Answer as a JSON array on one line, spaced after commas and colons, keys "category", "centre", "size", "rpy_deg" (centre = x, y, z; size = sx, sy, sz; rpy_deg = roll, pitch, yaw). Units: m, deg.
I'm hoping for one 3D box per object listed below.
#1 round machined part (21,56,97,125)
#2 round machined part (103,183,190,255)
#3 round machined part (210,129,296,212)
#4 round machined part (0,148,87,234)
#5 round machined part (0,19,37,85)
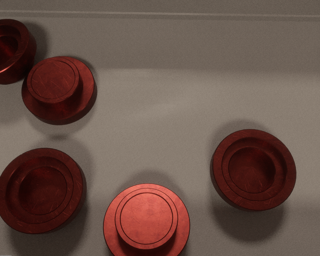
[{"category": "round machined part", "centre": [-0.138, -0.056, 0.419], "size": [0.099, 0.042, 0.098], "rpy_deg": [0, 70, -1]}, {"category": "round machined part", "centre": [-0.015, 0.107, 0.349], "size": [0.099, 0.042, 0.098], "rpy_deg": [1, 56, -1]}, {"category": "round machined part", "centre": [0.110, 0.054, 0.382], "size": [0.099, 0.042, 0.098], "rpy_deg": [0, 70, -1]}, {"category": "round machined part", "centre": [-0.137, 0.076, 0.371], "size": [0.099, 0.042, 0.098], "rpy_deg": [0, 70, -1]}, {"category": "round machined part", "centre": [-0.216, -0.099, 0.428], "size": [0.098, 0.042, 0.098], "rpy_deg": [-4, 64, 9]}]
